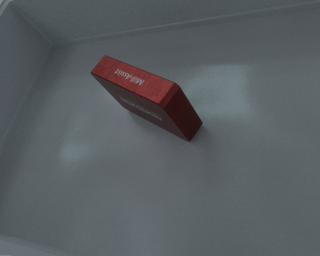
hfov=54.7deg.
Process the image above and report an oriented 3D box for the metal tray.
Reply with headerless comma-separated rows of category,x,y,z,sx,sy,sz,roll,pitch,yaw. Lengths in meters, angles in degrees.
metal tray,-0.017,-0.038,0.391,0.130,0.090,0.030,28,77,36
